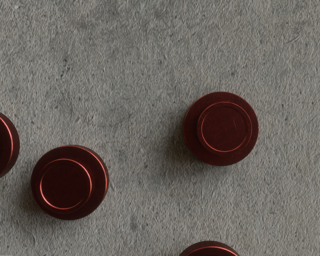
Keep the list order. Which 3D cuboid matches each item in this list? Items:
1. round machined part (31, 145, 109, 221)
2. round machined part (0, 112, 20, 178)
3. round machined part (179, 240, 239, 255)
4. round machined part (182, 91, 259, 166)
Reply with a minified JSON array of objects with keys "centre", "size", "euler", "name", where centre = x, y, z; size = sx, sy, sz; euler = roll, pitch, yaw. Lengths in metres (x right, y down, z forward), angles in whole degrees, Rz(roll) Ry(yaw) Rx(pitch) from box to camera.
[{"centre":[-0.118,0.071,0.400],"size":[0.099,0.042,0.097],"euler":[0,90,0],"name":"round machined part"},{"centre":[-0.230,0.022,0.400],"size":[0.099,0.042,0.097],"euler":[0,90,0],"name":"round machined part"},{"centre":[0.064,0.194,0.402],"size":[0.099,0.042,0.097],"euler":[0,90,0],"name":"round machined part"},{"centre":[0.080,0.001,0.402],"size":[0.099,0.042,0.097],"euler":[0,90,0],"name":"round machined part"}]
